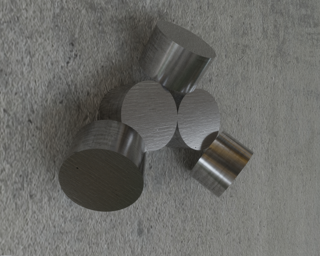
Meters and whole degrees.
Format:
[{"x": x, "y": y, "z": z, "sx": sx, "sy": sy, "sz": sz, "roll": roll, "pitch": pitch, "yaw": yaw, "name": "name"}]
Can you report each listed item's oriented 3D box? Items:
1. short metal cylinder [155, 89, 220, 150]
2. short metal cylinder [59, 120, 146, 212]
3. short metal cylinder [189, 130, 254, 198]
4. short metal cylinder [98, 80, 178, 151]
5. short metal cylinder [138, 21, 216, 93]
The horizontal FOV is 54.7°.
[{"x": 0.036, "y": -0.011, "z": 0.420, "sx": 0.081, "sy": 0.050, "sz": 0.080, "roll": 0, "pitch": 90, "yaw": -40, "name": "short metal cylinder"}, {"x": -0.055, "y": 0.039, "z": 0.316, "sx": 0.080, "sy": 0.080, "sz": 0.050, "roll": 54, "pitch": 19, "yaw": -27, "name": "short metal cylinder"}, {"x": 0.085, "y": 0.050, "z": 0.434, "sx": 0.050, "sy": 0.080, "sz": 0.080, "roll": 38, "pitch": 58, "yaw": 12, "name": "short metal cylinder"}, {"x": -0.026, "y": -0.014, "z": 0.368, "sx": 0.081, "sy": 0.050, "sz": 0.080, "roll": 0, "pitch": 90, "yaw": -40, "name": "short metal cylinder"}, {"x": 0.021, "y": -0.088, "z": 0.380, "sx": 0.081, "sy": 0.080, "sz": 0.050, "roll": 2, "pitch": 131, "yaw": -40, "name": "short metal cylinder"}]
